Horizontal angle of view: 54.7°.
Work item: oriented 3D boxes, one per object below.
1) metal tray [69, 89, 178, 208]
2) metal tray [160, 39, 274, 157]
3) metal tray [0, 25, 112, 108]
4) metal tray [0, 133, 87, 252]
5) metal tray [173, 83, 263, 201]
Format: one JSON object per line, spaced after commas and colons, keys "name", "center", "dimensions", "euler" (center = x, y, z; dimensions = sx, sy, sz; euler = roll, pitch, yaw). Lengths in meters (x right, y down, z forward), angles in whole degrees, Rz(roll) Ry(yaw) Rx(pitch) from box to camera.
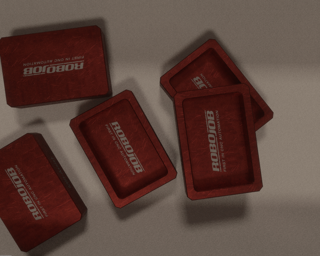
{"name": "metal tray", "center": [-0.047, 0.027, 0.408], "dimensions": [0.090, 0.030, 0.130], "euler": [-29, 90, -1]}
{"name": "metal tray", "center": [0.073, -0.039, 0.409], "dimensions": [0.090, 0.030, 0.130], "euler": [-38, 91, -1]}
{"name": "metal tray", "center": [-0.135, -0.079, 0.407], "dimensions": [0.131, 0.030, 0.089], "euler": [-8, 90, -1]}
{"name": "metal tray", "center": [-0.169, 0.082, 0.407], "dimensions": [0.090, 0.030, 0.130], "euler": [-31, 90, -1]}
{"name": "metal tray", "center": [0.069, 0.016, 0.379], "dimensions": [0.091, 0.030, 0.129], "euler": [-8, 90, -1]}
